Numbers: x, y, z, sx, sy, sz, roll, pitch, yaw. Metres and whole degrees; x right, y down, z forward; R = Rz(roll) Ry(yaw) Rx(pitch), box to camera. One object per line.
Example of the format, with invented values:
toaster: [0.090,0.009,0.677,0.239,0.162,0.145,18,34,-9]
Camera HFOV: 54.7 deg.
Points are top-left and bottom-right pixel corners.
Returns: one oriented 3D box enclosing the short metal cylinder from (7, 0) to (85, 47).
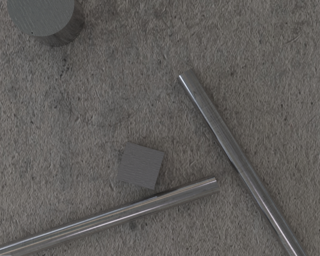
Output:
short metal cylinder: [-0.143,-0.150,0.396,0.081,0.050,0.080,0,90,0]

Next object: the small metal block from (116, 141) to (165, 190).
small metal block: [-0.025,0.048,0.410,0.050,0.025,0.050,16,90,0]

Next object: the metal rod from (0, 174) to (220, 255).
metal rod: [-0.069,0.120,0.409,0.302,0.025,0.025,-18,90,0]

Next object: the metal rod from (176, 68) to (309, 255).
metal rod: [0.111,0.055,0.411,0.025,0.025,0.299,-32,90,0]
